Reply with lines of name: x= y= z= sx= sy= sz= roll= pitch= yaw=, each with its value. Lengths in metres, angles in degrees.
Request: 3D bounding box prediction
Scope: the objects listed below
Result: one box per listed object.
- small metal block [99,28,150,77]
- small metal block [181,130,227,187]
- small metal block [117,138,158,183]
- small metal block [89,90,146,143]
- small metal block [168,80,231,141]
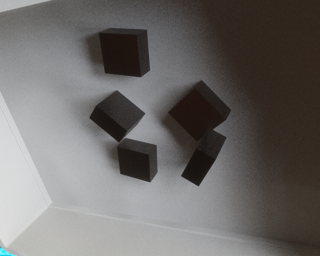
small metal block: x=-0.042 y=-0.091 z=0.373 sx=0.050 sy=0.025 sz=0.050 roll=10 pitch=123 yaw=22
small metal block: x=0.055 y=0.036 z=0.385 sx=0.025 sy=0.050 sz=0.050 roll=30 pitch=128 yaw=9
small metal block: x=-0.032 y=0.047 z=0.453 sx=0.050 sy=0.025 sz=0.050 roll=12 pitch=124 yaw=21
small metal block: x=-0.055 y=-0.016 z=0.410 sx=0.050 sy=0.050 sz=0.025 roll=40 pitch=129 yaw=1
small metal block: x=0.047 y=-0.020 z=0.371 sx=0.050 sy=0.025 sz=0.050 roll=45 pitch=129 yaw=-4
